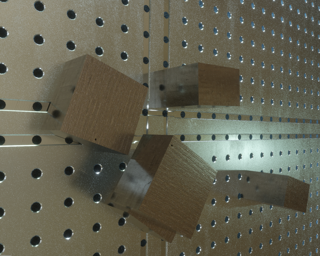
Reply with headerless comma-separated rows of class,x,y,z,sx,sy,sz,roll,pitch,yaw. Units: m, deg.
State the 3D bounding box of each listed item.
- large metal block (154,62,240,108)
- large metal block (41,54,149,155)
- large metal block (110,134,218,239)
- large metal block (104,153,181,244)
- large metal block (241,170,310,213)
large metal block,0.050,-0.053,0.417,0.081,0.080,0.050,-2,92,-40
large metal block,-0.069,-0.022,0.337,0.080,0.050,0.080,25,74,-38
large metal block,0.007,0.062,0.336,0.080,0.050,0.080,40,66,-33
large metal block,-0.008,0.084,0.388,0.080,0.050,0.080,46,63,-31
large metal block,0.204,0.112,0.549,0.080,0.080,0.050,22,76,-38
